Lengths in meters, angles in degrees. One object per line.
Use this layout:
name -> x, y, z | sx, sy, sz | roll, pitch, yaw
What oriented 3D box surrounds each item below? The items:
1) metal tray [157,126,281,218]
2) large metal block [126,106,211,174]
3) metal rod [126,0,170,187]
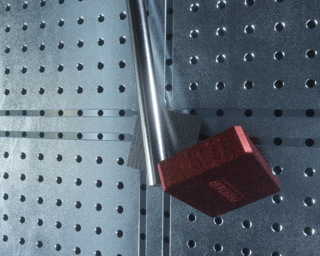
metal tray -> 0.068, 0.054, 0.333 | 0.090, 0.130, 0.030 | -28, 53, 18
large metal block -> 0.012, 0.018, 0.394 | 0.080, 0.050, 0.079 | 14, 95, 19
metal rod -> -0.020, -0.079, 0.380 | 0.025, 0.025, 0.299 | -15, 71, 19
